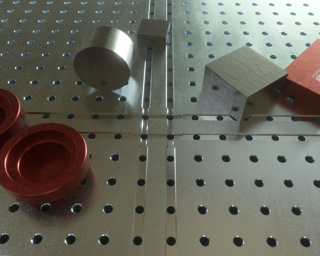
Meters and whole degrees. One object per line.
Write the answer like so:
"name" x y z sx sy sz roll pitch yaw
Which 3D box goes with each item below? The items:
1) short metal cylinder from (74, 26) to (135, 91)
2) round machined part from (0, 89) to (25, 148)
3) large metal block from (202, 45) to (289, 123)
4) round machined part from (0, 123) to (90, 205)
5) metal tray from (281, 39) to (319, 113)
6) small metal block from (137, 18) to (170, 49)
"short metal cylinder" -0.080 -0.101 0.456 0.080 0.080 0.050 4 50 3
"round machined part" -0.224 -0.003 0.398 0.099 0.042 0.098 0 50 0
"large metal block" 0.120 -0.066 0.447 0.081 0.050 0.080 -29 56 -22
"round machined part" -0.131 0.044 0.359 0.099 0.042 0.098 0 50 0
"metal tray" 0.251 -0.081 0.474 0.090 0.030 0.131 36 58 26
"small metal block" -0.011 -0.167 0.548 0.050 0.025 0.050 7 50 5
